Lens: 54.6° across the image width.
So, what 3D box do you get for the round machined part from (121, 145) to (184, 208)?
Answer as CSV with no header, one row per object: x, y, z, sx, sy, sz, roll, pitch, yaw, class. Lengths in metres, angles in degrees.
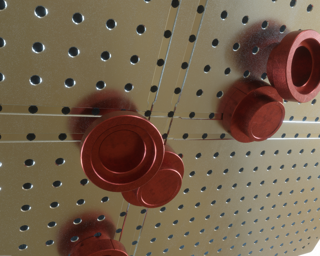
-0.008,0.074,0.441,0.099,0.042,0.097,-14,124,-21,round machined part

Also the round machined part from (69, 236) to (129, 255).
-0.099,0.205,0.472,0.099,0.042,0.097,-14,124,-21,round machined part

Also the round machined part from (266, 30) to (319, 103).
0.189,-0.086,0.436,0.099,0.042,0.097,-7,103,-33,round machined part

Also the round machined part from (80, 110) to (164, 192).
-0.048,0.025,0.380,0.099,0.042,0.097,-6,110,-16,round machined part

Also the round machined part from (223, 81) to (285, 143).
0.148,-0.019,0.468,0.099,0.042,0.097,-14,124,-21,round machined part
